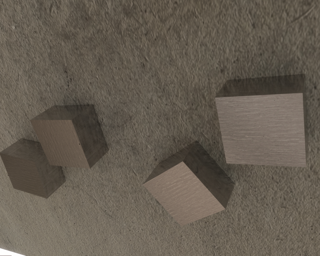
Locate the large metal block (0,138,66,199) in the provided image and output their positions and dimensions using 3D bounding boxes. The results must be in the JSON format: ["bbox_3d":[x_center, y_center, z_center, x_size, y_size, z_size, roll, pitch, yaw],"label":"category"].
[{"bbox_3d":[-0.225,0.071,0.553,0.080,0.050,0.079,9,123,23],"label":"large metal block"}]

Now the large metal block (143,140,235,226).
[{"bbox_3d":[0.039,0.076,0.417,0.080,0.050,0.080,49,129,-6],"label":"large metal block"}]

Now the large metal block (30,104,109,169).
[{"bbox_3d":[-0.135,0.012,0.469,0.080,0.050,0.080,0,119,28],"label":"large metal block"}]

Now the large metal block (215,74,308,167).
[{"bbox_3d":[0.110,-0.008,0.328,0.080,0.050,0.080,-1,118,28],"label":"large metal block"}]
